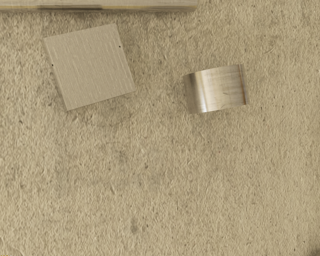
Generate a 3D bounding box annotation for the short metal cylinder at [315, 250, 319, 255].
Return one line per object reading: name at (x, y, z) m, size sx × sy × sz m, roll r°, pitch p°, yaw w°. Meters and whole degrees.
short metal cylinder at (0.275, 0.233, 0.482) m, size 0.050 × 0.080 × 0.080 m, roll -39°, pitch 103°, yaw -16°

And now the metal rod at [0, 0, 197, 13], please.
metal rod at (-0.095, -0.152, 0.373) m, size 0.303 × 0.025 × 0.025 m, roll -8°, pitch 93°, yaw -20°

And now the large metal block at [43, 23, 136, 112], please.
large metal block at (-0.084, -0.069, 0.365) m, size 0.081 × 0.050 × 0.080 m, roll -19°, pitch 97°, yaw -19°

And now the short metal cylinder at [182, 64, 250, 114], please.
short metal cylinder at (0.074, -0.050, 0.407) m, size 0.081 × 0.080 × 0.050 m, roll -12°, pitch 94°, yaw -20°
